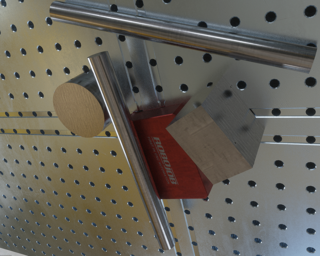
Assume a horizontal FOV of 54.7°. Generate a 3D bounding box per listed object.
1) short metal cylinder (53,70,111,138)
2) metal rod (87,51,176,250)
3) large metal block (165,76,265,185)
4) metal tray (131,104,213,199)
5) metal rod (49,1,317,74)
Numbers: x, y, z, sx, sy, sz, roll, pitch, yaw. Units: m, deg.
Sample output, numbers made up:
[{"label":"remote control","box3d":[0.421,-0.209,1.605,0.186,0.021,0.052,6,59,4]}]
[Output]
[{"label":"short metal cylinder","box3d":[-0.097,-0.034,0.423,0.080,0.050,0.079,13,124,20]},{"label":"metal rod","box3d":[-0.030,0.046,0.414,0.025,0.025,0.298,-4,117,29]},{"label":"large metal block","box3d":[0.064,0.001,0.341,0.050,0.080,0.080,-34,99,38]},{"label":"metal tray","box3d":[0.011,0.037,0.424,0.090,0.030,0.129,-9,114,32]},{"label":"metal rod","box3d":[0.008,-0.105,0.340,0.301,0.025,0.025,17,125,18]}]
